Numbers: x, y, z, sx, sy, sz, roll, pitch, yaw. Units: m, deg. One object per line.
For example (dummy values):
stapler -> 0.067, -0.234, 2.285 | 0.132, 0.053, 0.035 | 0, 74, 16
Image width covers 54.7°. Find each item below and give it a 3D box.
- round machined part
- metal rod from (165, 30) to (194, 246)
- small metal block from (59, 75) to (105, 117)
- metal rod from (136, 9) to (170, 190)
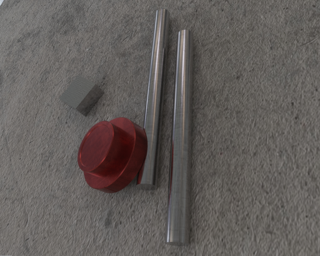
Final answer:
round machined part -> -0.067, 0.030, 0.393 | 0.098, 0.042, 0.098 | -25, 49, 33
metal rod -> 0.028, -0.010, 0.394 | 0.025, 0.025, 0.299 | -9, 57, 23
small metal block -> -0.127, -0.053, 0.503 | 0.050, 0.025, 0.050 | 28, 77, 37
metal rod -> -0.006, -0.059, 0.443 | 0.025, 0.025, 0.299 | -9, 57, 23
